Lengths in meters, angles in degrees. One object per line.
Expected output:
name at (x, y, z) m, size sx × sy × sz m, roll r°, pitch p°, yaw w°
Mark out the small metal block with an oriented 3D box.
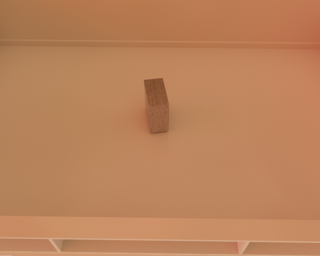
small metal block at (-0.005, -0.030, 0.409) m, size 0.025 × 0.050 × 0.050 m, roll -7°, pitch 50°, yaw -5°
